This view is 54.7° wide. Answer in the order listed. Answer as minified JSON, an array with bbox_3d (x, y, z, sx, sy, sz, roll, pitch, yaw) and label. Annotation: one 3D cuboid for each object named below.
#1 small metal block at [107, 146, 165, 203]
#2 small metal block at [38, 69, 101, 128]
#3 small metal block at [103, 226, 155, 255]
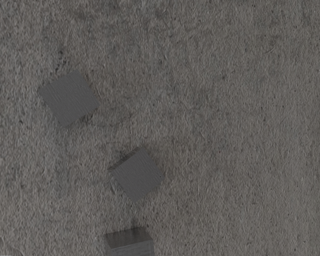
[{"bbox_3d":[-0.030,0.059,0.398,0.050,0.025,0.050,-37,102,-16],"label":"small metal block"},{"bbox_3d":[-0.107,-0.035,0.369,0.050,0.025,0.050,-34,101,-17],"label":"small metal block"},{"bbox_3d":[-0.039,0.146,0.381,0.050,0.050,0.025,-6,92,-20],"label":"small metal block"}]
